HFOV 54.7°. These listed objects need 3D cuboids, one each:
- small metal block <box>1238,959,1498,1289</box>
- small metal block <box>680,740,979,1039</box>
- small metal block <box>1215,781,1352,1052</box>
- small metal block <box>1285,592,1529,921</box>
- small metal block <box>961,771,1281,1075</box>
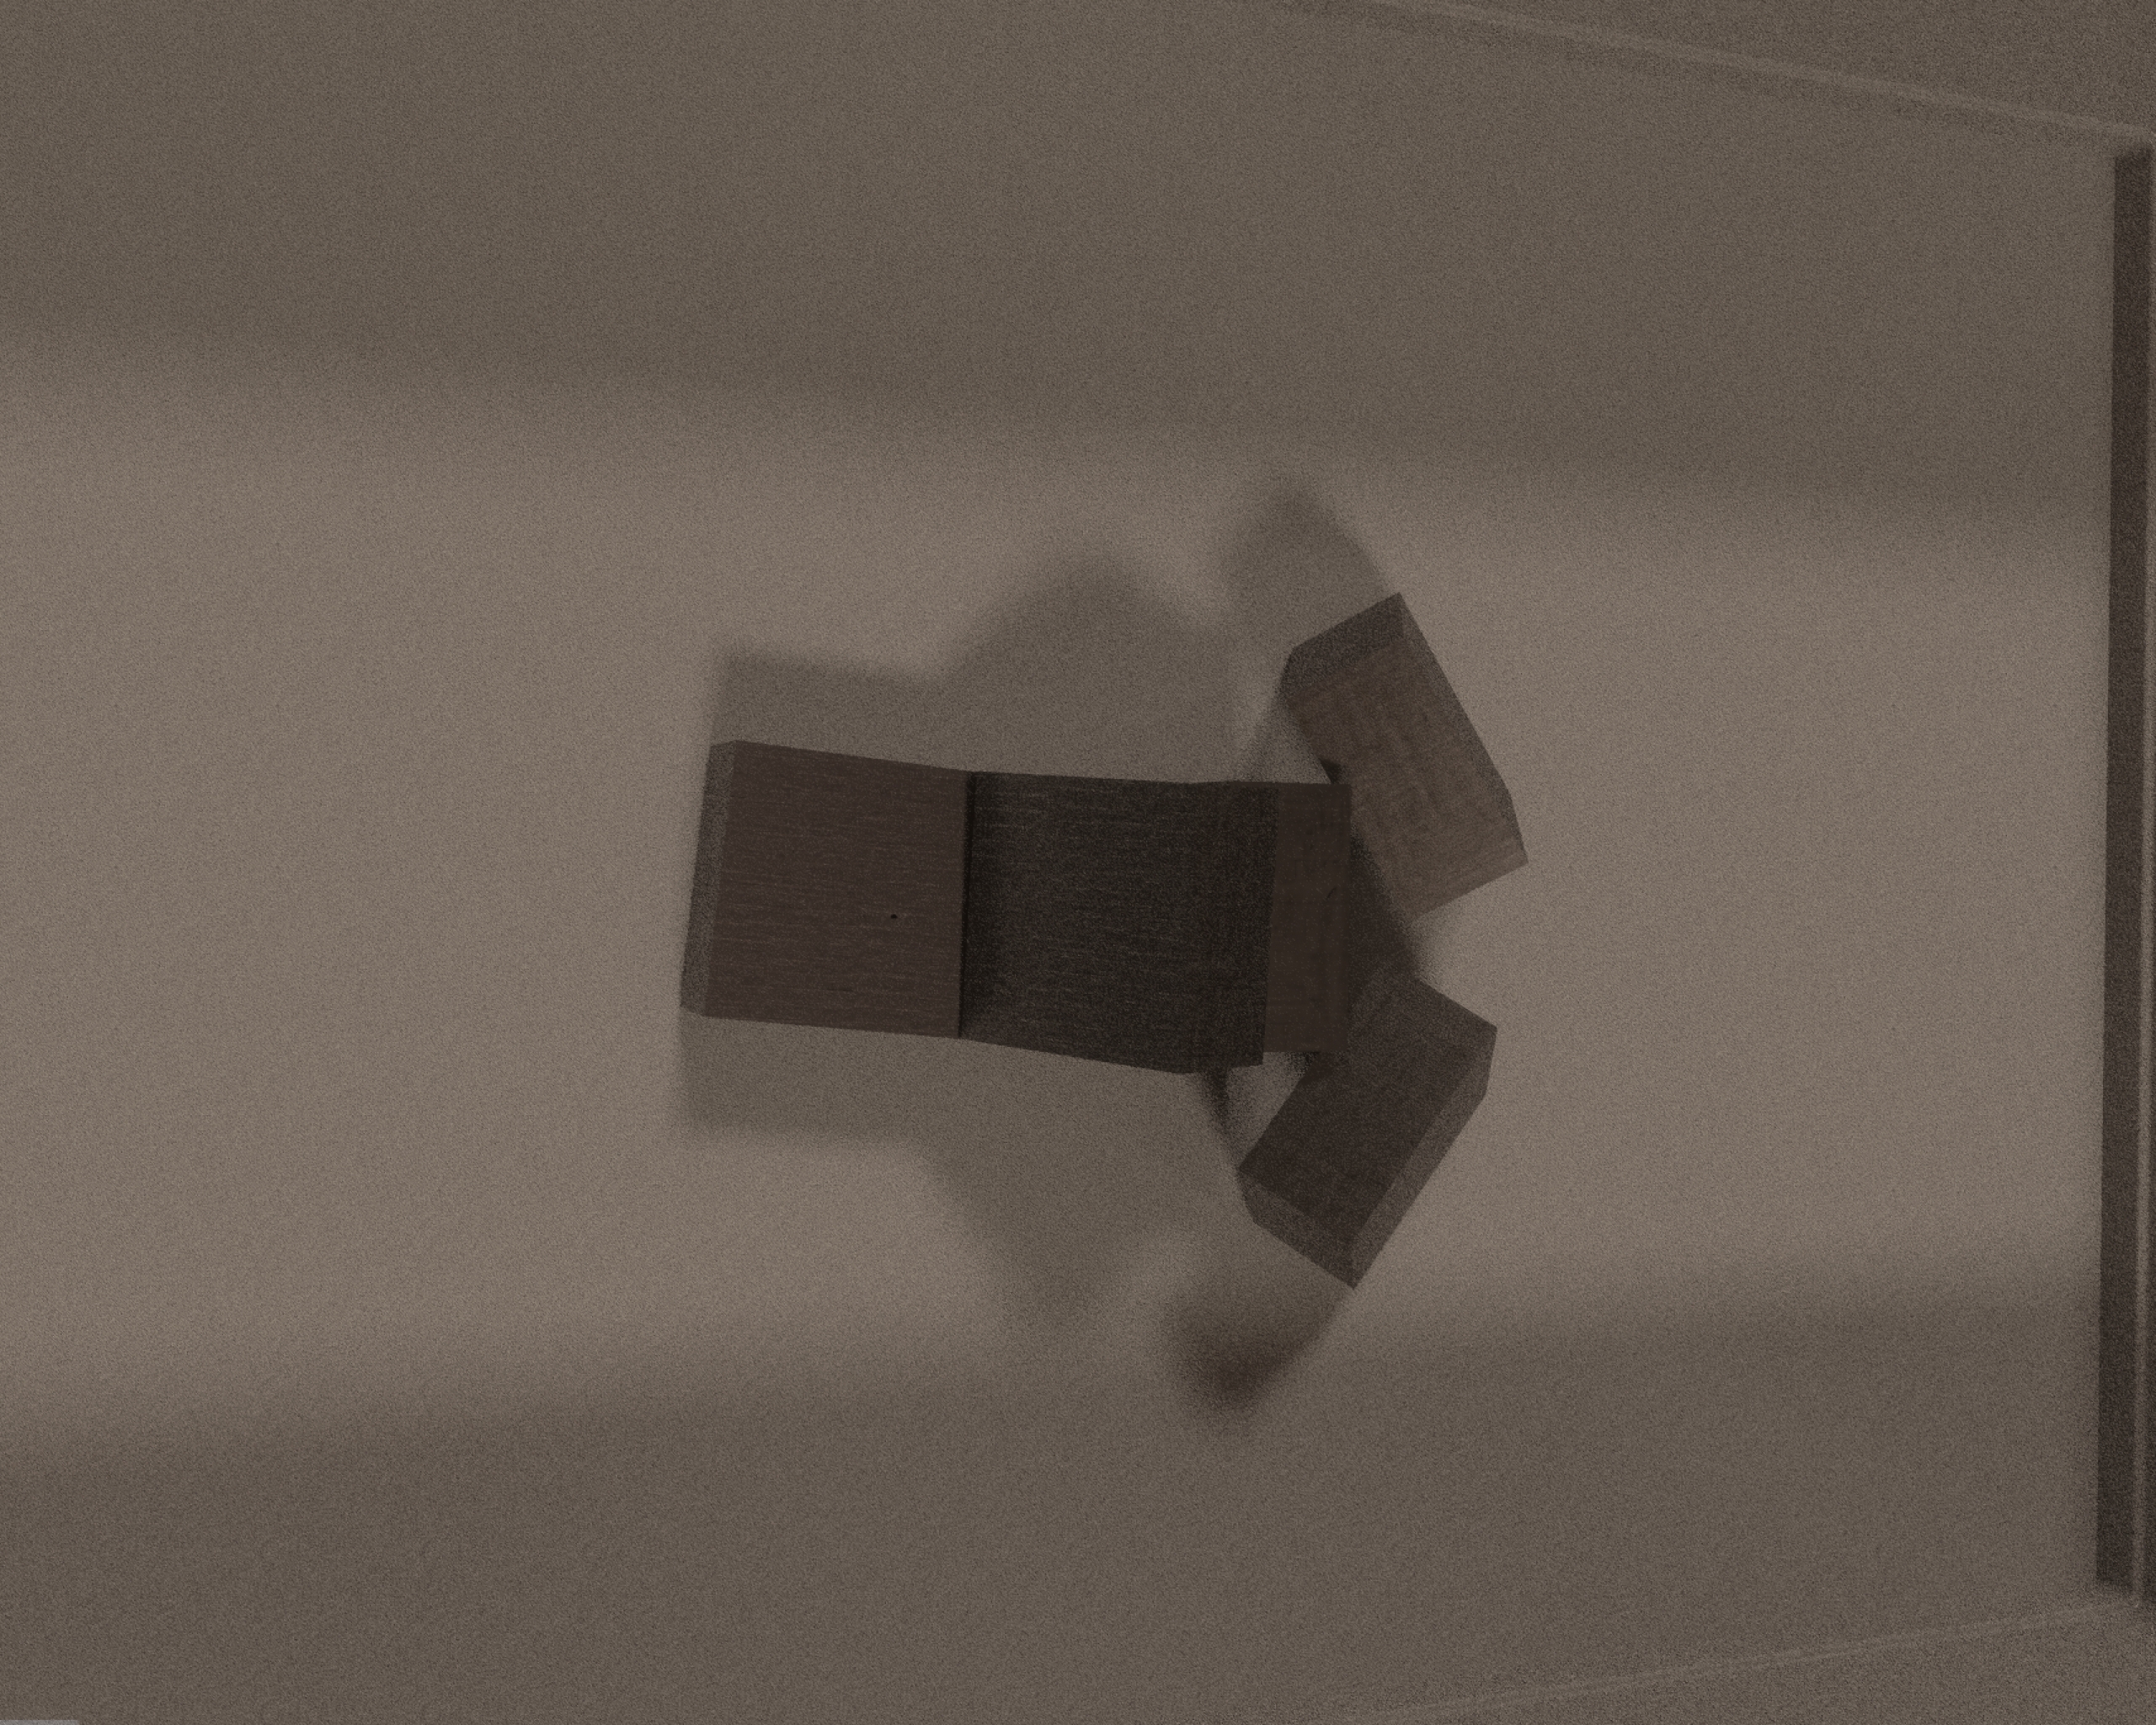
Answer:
[{"bbox_3d":[0.058,0.053,0.416,0.025,0.050,0.050,32,76,18],"label":"small metal block"},{"bbox_3d":[-0.045,0.005,0.392,0.050,0.025,0.050,7,88,-20],"label":"small metal block"},{"bbox_3d":[0.030,0.010,0.408,0.025,0.050,0.050,1,90,-20],"label":"small metal block"},{"bbox_3d":[0.066,-0.023,0.418,0.025,0.050,0.050,-28,102,15],"label":"small metal block"},{"bbox_3d":[0.007,0.010,0.380,0.025,0.050,0.050,1,93,-52],"label":"small metal block"}]
